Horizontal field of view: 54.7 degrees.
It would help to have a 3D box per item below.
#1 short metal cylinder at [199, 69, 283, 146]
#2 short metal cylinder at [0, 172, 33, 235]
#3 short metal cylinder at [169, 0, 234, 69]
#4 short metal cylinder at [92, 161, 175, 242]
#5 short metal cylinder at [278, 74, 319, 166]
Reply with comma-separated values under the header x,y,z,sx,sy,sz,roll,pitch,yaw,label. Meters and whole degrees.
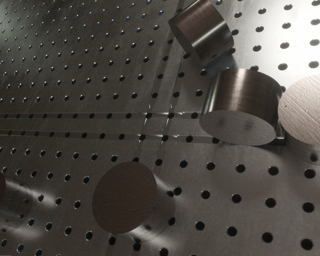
x,y,z,sx,sy,sz,roll,pitch,yaw,label
0.088,-0.020,0.339,0.080,0.080,0.050,4,64,30,short metal cylinder
-0.233,0.108,0.446,0.080,0.050,0.080,-13,56,20,short metal cylinder
0.055,-0.128,0.421,0.050,0.080,0.080,-37,51,4,short metal cylinder
-0.029,0.085,0.354,0.080,0.050,0.080,-13,56,20,short metal cylinder
0.164,-0.008,0.311,0.080,0.050,0.080,-13,56,20,short metal cylinder
